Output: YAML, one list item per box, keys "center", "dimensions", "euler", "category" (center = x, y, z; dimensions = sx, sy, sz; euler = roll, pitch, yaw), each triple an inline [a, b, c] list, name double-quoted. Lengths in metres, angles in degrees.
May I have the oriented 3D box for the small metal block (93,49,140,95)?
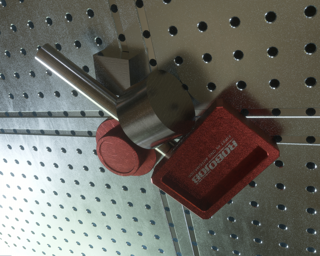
- center: [-0.054, -0.070, 0.395]
  dimensions: [0.050, 0.025, 0.050]
  euler: [12, 124, 21]
  category: "small metal block"

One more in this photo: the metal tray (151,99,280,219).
- center: [0.063, 0.041, 0.372]
  dimensions: [0.090, 0.030, 0.129]
  euler: [37, 114, -7]
  category: "metal tray"

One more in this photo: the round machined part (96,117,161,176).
- center: [-0.051, 0.030, 0.443]
  dimensions: [0.098, 0.042, 0.097]
  euler: [13, 124, 20]
  category: "round machined part"

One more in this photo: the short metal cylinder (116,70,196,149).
- center: [-0.004, -0.021, 0.363]
  dimensions: [0.050, 0.080, 0.080]
  euler: [-28, 103, 37]
  category: "short metal cylinder"

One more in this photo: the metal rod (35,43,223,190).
- center: [-0.026, -0.003, 0.400]
  dimensions: [0.301, 0.025, 0.025]
  euler: [38, 129, -8]
  category: "metal rod"
